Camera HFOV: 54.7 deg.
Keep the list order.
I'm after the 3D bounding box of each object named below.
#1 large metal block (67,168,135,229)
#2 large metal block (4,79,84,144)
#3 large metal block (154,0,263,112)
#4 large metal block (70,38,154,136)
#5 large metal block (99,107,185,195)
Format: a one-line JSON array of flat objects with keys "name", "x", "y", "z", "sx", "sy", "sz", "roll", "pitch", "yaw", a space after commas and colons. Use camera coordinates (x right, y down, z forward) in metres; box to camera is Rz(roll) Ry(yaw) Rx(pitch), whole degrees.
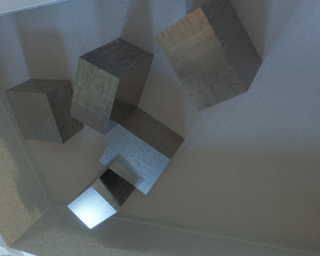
[{"name": "large metal block", "x": -0.083, "y": 0.097, "z": 0.477, "sx": 0.050, "sy": 0.080, "sz": 0.080, "roll": 47, "pitch": 129, "yaw": -4}, {"name": "large metal block", "x": -0.172, "y": -0.027, "z": 0.467, "sx": 0.080, "sy": 0.050, "sz": 0.079, "roll": 5, "pitch": 121, "yaw": 25}, {"name": "large metal block", "x": 0.051, "y": -0.075, "z": 0.300, "sx": 0.050, "sy": 0.080, "sz": 0.080, "roll": -23, "pitch": 106, "yaw": 36}, {"name": "large metal block", "x": -0.057, "y": -0.051, "z": 0.372, "sx": 0.050, "sy": 0.080, "sz": 0.079, "roll": 29, "pitch": 128, "yaw": 9}, {"name": "large metal block", "x": -0.026, "y": 0.031, "z": 0.425, "sx": 0.080, "sy": 0.050, "sz": 0.079, "roll": 35, "pitch": 129, "yaw": 5}]
